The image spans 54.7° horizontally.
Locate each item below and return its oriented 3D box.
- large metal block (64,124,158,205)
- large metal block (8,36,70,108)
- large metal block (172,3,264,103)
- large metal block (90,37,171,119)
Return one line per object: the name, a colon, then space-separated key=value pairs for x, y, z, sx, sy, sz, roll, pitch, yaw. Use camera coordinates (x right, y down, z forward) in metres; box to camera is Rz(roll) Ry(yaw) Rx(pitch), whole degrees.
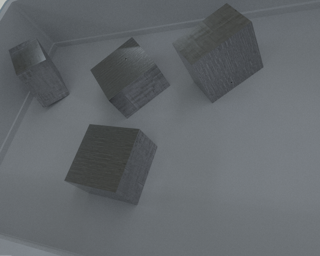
large metal block: x=-0.060 y=0.045 z=0.394 sx=0.080 sy=0.050 sz=0.080 roll=5 pitch=64 yaw=30
large metal block: x=-0.207 y=-0.096 z=0.532 sx=0.050 sy=0.080 sz=0.080 roll=-30 pitch=51 yaw=-7
large metal block: x=0.074 y=-0.091 z=0.387 sx=0.080 sy=0.080 sz=0.050 roll=-36 pitch=51 yaw=5
large metal block: x=-0.045 y=-0.075 z=0.459 sx=0.080 sy=0.050 sz=0.080 roll=-38 pitch=51 yaw=3
